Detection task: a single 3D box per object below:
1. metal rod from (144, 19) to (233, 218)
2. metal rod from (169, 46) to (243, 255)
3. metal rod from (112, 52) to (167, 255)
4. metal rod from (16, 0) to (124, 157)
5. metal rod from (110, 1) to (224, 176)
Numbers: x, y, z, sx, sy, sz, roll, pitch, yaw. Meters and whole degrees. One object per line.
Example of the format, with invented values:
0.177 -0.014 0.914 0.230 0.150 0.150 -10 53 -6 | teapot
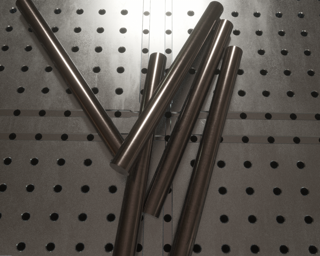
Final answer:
0.043 -0.026 0.421 0.025 0.025 0.300 21 71 7 | metal rod
0.065 0.022 0.404 0.025 0.025 0.299 16 71 5 | metal rod
-0.023 0.033 0.387 0.025 0.025 0.299 8 66 2 | metal rod
-0.127 -0.077 0.438 0.025 0.025 0.299 -32 73 -11 | metal rod
0.021 -0.070 0.414 0.025 0.025 0.300 25 63 8 | metal rod
